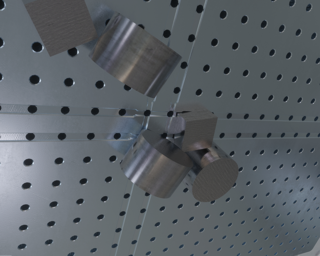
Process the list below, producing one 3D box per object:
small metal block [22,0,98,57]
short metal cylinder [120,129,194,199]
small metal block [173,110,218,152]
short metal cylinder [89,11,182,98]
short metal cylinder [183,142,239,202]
[{"bbox_3d":[-0.094,-0.104,0.296,0.050,0.025,0.050,-26,128,-12],"label":"small metal block"},{"bbox_3d":[-0.004,0.045,0.401,0.080,0.080,0.050,25,105,-37],"label":"short metal cylinder"},{"bbox_3d":[0.050,0.004,0.441,0.050,0.025,0.050,-8,122,-25],"label":"small metal block"},{"bbox_3d":[-0.024,-0.074,0.317,0.080,0.080,0.050,26,104,-37],"label":"short metal cylinder"},{"bbox_3d":[0.072,0.066,0.475,0.081,0.050,0.079,-14,124,-21],"label":"short metal cylinder"}]
